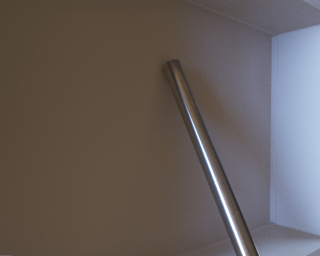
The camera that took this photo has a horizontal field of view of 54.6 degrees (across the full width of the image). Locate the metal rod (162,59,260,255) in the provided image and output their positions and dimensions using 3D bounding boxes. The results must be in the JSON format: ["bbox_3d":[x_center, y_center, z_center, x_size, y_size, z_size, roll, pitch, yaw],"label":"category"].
[{"bbox_3d":[0.065,0.049,0.382,0.025,0.025,0.299,-8,71,-40],"label":"metal rod"}]
